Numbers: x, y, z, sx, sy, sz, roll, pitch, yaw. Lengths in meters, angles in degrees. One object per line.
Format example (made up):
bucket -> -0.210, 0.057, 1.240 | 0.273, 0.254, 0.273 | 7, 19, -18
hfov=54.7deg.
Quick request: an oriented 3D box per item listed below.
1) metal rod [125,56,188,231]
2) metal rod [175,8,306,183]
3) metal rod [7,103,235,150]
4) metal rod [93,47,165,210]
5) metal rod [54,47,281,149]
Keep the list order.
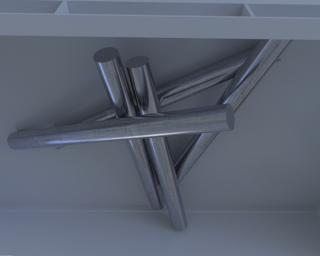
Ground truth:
metal rod -> 0.005, 0.045, 0.411 | 0.025, 0.025, 0.298 | -9, 129, 7
metal rod -> 0.067, -0.006, 0.381 | 0.025, 0.025, 0.298 | 16, 135, -14
metal rod -> -0.067, 0.004, 0.351 | 0.300, 0.025, 0.025 | -6, 133, 29
metal rod -> -0.028, 0.028, 0.407 | 0.025, 0.025, 0.299 | -7, 138, 6
metal rod -> -0.008, -0.034, 0.379 | 0.300, 0.025, 0.025 | -21, 127, 16
